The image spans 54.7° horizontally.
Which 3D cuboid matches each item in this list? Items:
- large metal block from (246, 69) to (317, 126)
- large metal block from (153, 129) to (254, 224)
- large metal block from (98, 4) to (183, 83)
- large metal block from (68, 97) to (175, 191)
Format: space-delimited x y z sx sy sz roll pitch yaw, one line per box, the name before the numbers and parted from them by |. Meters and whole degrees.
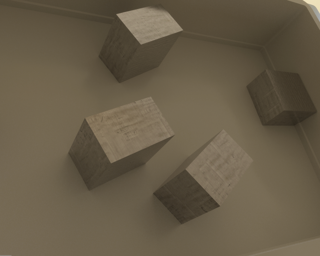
large metal block | 0.209 -0.051 0.536 0.081 0.050 0.080 0 62 -28
large metal block | 0.050 0.058 0.364 0.050 0.080 0.080 47 51 4
large metal block | -0.028 -0.117 0.428 0.081 0.080 0.050 -31 80 -38
large metal block | -0.044 0.017 0.337 0.081 0.080 0.050 -23 74 -36
